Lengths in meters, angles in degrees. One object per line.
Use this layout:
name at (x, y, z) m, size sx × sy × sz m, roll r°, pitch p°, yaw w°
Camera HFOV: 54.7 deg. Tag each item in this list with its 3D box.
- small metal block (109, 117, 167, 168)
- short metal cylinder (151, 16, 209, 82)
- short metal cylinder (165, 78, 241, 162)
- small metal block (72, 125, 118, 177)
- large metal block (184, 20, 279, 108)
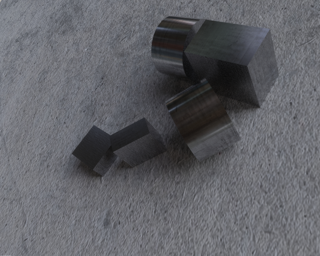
small metal block at (-0.027, 0.020, 0.389) m, size 0.050 × 0.050 × 0.025 m, roll -28°, pitch 53°, yaw 10°
short metal cylinder at (0.034, -0.107, 0.415) m, size 0.050 × 0.080 × 0.080 m, roll 21°, pitch 73°, yaw 35°
short metal cylinder at (0.048, -0.009, 0.348) m, size 0.050 × 0.080 × 0.080 m, roll -30°, pitch 52°, yaw 9°
small metal block at (-0.085, 0.031, 0.428) m, size 0.050 × 0.025 × 0.050 m, roll 27°, pitch 76°, yaw 37°
large metal block at (0.087, -0.076, 0.369) m, size 0.080 × 0.080 × 0.050 m, roll 24°, pitch 75°, yaw 36°
